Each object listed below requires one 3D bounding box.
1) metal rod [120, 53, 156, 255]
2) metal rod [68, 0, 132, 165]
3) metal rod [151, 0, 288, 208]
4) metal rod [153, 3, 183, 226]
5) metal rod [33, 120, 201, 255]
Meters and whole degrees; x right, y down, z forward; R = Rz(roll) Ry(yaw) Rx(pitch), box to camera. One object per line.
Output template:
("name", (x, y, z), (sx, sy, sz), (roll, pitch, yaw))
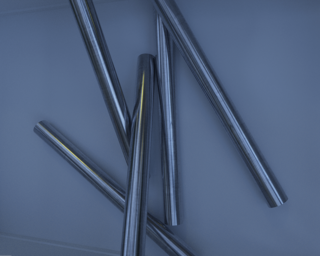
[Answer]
("metal rod", (-0.024, 0.043, 0.356), (0.025, 0.025, 0.299), (-7, 64, 19))
("metal rod", (-0.064, -0.065, 0.366), (0.025, 0.025, 0.298), (-9, 113, 19))
("metal rod", (0.066, -0.044, 0.372), (0.025, 0.025, 0.299), (-30, 86, 17))
("metal rod", (0.010, -0.026, 0.406), (0.025, 0.025, 0.298), (-3, 89, 19))
("metal rod", (-0.068, 0.084, 0.425), (0.300, 0.025, 0.025), (37, 102, 18))
